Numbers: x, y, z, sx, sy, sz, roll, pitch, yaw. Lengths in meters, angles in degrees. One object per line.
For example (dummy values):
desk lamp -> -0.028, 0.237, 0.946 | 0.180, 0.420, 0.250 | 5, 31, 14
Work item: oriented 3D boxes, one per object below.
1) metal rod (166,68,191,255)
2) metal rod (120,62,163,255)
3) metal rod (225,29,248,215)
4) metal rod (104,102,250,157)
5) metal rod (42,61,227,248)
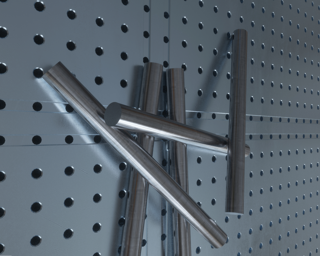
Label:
metal rod -> 0.027, 0.068, 0.434 | 0.025, 0.025, 0.298 | -4, 93, -40
metal rod -> -0.026, 0.066, 0.389 | 0.025, 0.025, 0.298 | 11, 83, -40
metal rod -> 0.118, -0.022, 0.473 | 0.025, 0.025, 0.299 | 25, 63, -38
metal rod -> 0.048, 0.013, 0.419 | 0.302, 0.025, 0.025 | 15, 80, -49
metal rod -> -0.016, 0.045, 0.365 | 0.300, 0.025, 0.025 | 48, 61, -19
